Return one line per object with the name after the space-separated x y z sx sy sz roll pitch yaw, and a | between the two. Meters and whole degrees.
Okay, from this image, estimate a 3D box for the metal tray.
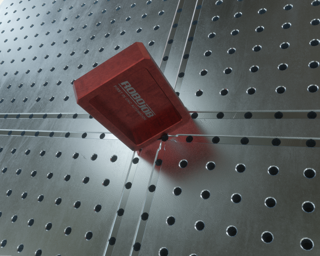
-0.028 -0.030 0.372 0.090 0.130 0.030 -31 52 8 | metal tray
